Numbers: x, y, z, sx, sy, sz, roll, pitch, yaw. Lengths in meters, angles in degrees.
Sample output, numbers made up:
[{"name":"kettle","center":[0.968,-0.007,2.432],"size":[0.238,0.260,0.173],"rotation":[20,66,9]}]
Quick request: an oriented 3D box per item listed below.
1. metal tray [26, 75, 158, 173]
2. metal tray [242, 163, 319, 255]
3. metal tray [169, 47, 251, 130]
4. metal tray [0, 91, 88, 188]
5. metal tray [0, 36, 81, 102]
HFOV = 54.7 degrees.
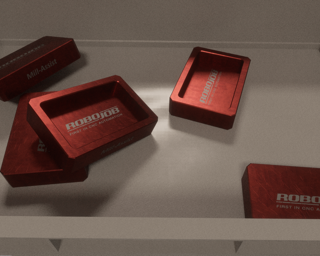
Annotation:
[{"name":"metal tray","center":[-0.078,-0.012,0.376],"size":[0.131,0.030,0.090],"rotation":[-26,66,-40]},{"name":"metal tray","center":[0.159,0.087,0.331],"size":[0.131,0.030,0.090],"rotation":[4,50,3]},{"name":"metal tray","center":[0.076,-0.063,0.455],"size":[0.090,0.030,0.130],"rotation":[16,52,12]},{"name":"metal tray","center":[-0.138,0.008,0.393],"size":[0.091,0.030,0.130],"rotation":[-4,50,-4]},{"name":"metal tray","center":[-0.195,-0.093,0.457],"size":[0.090,0.030,0.131],"rotation":[19,49,41]}]
